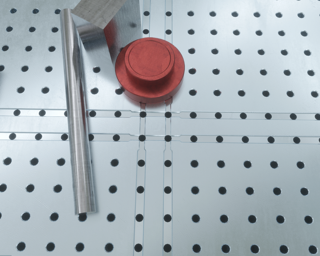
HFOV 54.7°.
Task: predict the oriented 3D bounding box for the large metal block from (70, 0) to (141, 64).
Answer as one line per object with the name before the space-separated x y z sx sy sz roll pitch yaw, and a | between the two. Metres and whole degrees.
large metal block | -0.071 -0.153 0.438 0.050 0.080 0.080 30 73 10

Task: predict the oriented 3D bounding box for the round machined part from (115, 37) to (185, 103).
round machined part | -0.014 -0.087 0.434 0.099 0.042 0.098 0 70 -1

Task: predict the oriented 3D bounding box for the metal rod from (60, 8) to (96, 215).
metal rod | -0.115 -0.036 0.423 0.025 0.025 0.299 -9 70 -4
